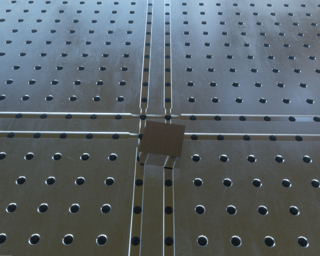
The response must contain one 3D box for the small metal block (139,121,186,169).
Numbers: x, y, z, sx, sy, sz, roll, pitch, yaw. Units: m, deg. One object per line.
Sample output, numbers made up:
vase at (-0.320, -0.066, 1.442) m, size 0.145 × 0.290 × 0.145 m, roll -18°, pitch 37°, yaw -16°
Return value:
small metal block at (0.004, 0.020, 0.391) m, size 0.050 × 0.025 × 0.050 m, roll 8°, pitch 50°, yaw 6°
